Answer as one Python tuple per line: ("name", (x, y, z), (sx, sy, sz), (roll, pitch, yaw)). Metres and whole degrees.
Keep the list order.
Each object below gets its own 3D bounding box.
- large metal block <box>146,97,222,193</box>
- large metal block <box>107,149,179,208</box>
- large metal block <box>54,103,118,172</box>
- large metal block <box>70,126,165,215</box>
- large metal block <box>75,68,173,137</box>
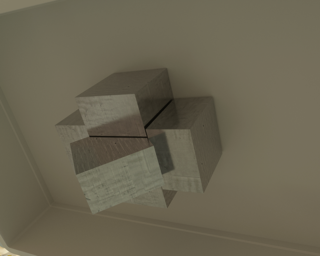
("large metal block", (0.033, 0.017, 0.362), (0.050, 0.080, 0.080), (0, 118, 28))
("large metal block", (-0.015, 0.057, 0.415), (0.080, 0.080, 0.050), (0, 118, 28))
("large metal block", (-0.084, 0.013, 0.425), (0.050, 0.080, 0.080), (0, 119, 28))
("large metal block", (-0.051, 0.040, 0.350), (0.081, 0.080, 0.050), (-20, 115, -12))
("large metal block", (-0.039, -0.032, 0.372), (0.080, 0.080, 0.050), (0, 118, 28))
